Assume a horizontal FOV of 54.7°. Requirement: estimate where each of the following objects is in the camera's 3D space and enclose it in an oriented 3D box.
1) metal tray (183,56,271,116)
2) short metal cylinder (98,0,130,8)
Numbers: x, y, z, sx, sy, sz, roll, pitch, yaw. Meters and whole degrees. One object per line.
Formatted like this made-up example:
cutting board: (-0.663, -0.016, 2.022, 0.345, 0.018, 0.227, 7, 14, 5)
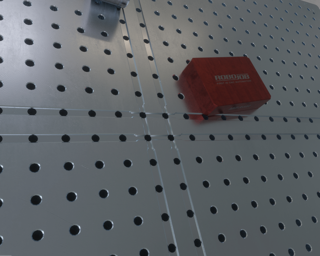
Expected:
metal tray: (0.112, -0.072, 0.509, 0.131, 0.030, 0.090, -10, 67, -32)
short metal cylinder: (-0.071, -0.233, 0.477, 0.050, 0.080, 0.080, 9, 58, -24)
